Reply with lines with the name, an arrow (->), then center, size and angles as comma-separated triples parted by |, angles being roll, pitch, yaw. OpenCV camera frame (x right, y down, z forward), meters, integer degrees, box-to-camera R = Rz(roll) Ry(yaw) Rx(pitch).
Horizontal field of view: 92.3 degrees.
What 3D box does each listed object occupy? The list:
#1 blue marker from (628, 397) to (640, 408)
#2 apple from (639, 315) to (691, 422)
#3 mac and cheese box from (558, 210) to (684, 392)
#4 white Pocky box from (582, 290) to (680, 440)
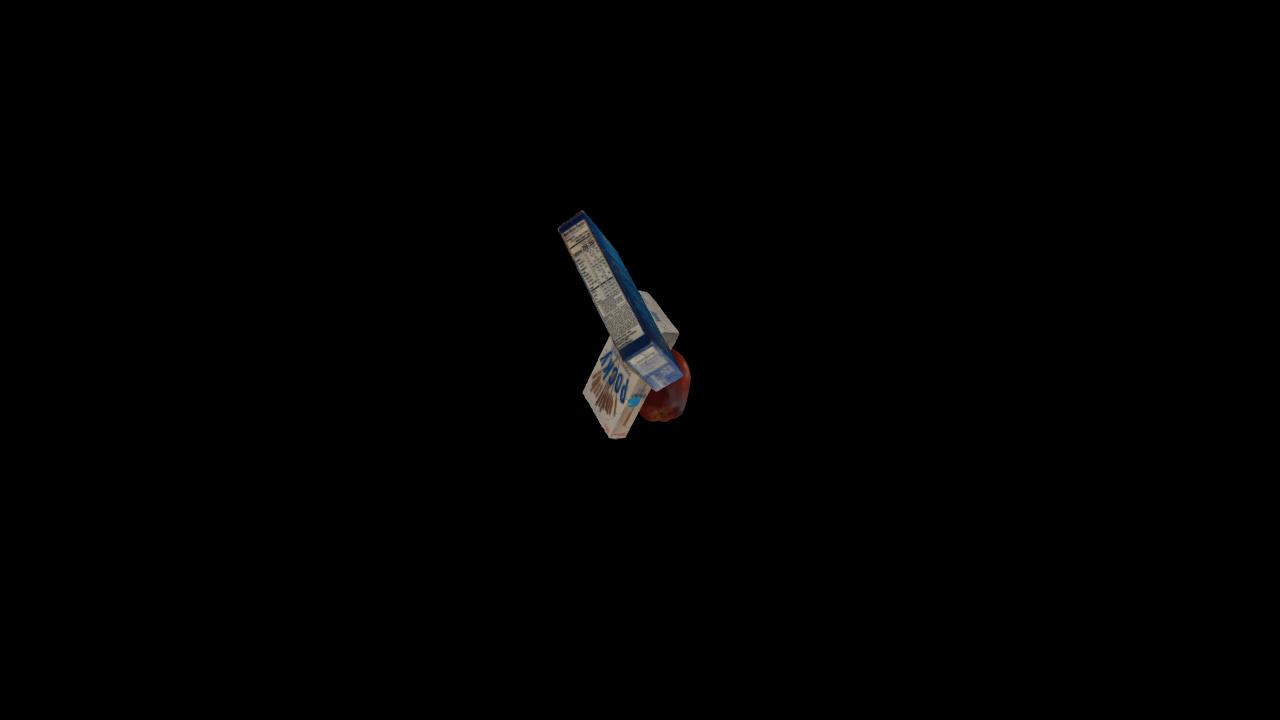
blue marker -> -0.002, 0.042, 0.733 | 0.020, 0.020, 0.121 | 0, 0, 8
apple -> 0.020, 0.026, 0.723 | 0.079, 0.093, 0.079 | -1, -32, -1
mac and cheese box -> -0.021, -0.062, 0.644 | 0.041, 0.184, 0.093 | -33, -30, 10
white Pocky box -> -0.013, 0.006, 0.698 | 0.028, 0.154, 0.084 | 4, 36, -36
